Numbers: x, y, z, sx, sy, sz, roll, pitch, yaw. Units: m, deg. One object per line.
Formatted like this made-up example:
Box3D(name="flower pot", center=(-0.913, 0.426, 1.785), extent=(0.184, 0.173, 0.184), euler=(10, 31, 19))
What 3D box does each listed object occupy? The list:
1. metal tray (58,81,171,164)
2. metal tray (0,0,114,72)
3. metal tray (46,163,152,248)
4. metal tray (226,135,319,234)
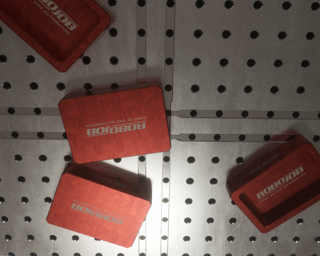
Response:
Box3D(name="metal tray", center=(-0.056, -0.007, 0.408), extent=(0.131, 0.030, 0.089), euler=(-8, 110, 2))
Box3D(name="metal tray", center=(-0.131, -0.140, 0.357), extent=(0.130, 0.030, 0.090), euler=(43, 104, -15))
Box3D(name="metal tray", center=(-0.087, 0.115, 0.452), extent=(0.131, 0.030, 0.089), euler=(21, 109, -8))
Box3D(name="metal tray", center=(0.174, 0.082, 0.443), extent=(0.130, 0.030, 0.090), euler=(-38, 106, 12))
